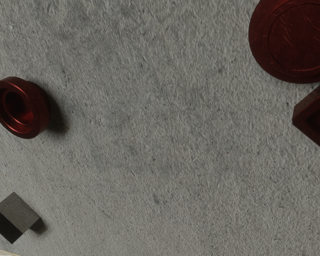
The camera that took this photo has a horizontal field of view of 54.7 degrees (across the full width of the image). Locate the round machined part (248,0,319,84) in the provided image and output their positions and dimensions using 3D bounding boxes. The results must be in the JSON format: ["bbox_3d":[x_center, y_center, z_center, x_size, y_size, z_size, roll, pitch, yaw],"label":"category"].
[{"bbox_3d":[0.129,-0.084,0.276,0.098,0.042,0.097,13,124,20],"label":"round machined part"}]

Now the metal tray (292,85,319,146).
[{"bbox_3d":[0.202,-0.024,0.282,0.090,0.030,0.129,40,129,0],"label":"metal tray"}]

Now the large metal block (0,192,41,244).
[{"bbox_3d":[-0.323,0.198,0.680,0.080,0.050,0.080,46,129,-4],"label":"large metal block"}]

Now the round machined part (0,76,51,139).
[{"bbox_3d":[-0.212,-0.035,0.483,0.098,0.042,0.097,13,124,20],"label":"round machined part"}]
